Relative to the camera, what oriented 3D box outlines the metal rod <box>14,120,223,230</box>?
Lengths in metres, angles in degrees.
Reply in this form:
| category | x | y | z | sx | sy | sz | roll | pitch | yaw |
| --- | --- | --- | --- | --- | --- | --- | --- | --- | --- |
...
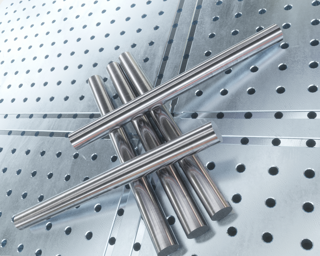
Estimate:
| category | x | y | z | sx | sy | sz | roll | pitch | yaw |
| --- | --- | --- | --- | --- | --- | --- | --- | --- | --- |
| metal rod | -0.066 | 0.066 | 0.374 | 0.300 | 0.025 | 0.025 | -27 | 52 | 21 |

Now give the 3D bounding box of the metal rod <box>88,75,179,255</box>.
| category | x | y | z | sx | sy | sz | roll | pitch | yaw |
| --- | --- | --- | --- | --- | --- | --- | --- | --- | --- |
| metal rod | -0.049 | 0.026 | 0.416 | 0.025 | 0.025 | 0.300 | -34 | 52 | 6 |

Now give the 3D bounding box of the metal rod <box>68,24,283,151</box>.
| category | x | y | z | sx | sy | sz | roll | pitch | yaw |
| --- | --- | --- | --- | --- | --- | --- | --- | --- | --- |
| metal rod | 0.021 | -0.053 | 0.402 | 0.301 | 0.025 | 0.025 | -28 | 52 | -1 |

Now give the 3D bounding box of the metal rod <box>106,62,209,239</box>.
| category | x | y | z | sx | sy | sz | roll | pitch | yaw |
| --- | --- | --- | --- | --- | --- | --- | --- | --- | --- |
| metal rod | -0.018 | 0.005 | 0.413 | 0.025 | 0.025 | 0.300 | -34 | 52 | 6 |

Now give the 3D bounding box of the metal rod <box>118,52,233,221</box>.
| category | x | y | z | sx | sy | sz | roll | pitch | yaw |
| --- | --- | --- | --- | --- | --- | --- | --- | --- | --- |
| metal rod | 0.004 | -0.012 | 0.412 | 0.025 | 0.025 | 0.300 | -35 | 52 | 5 |
